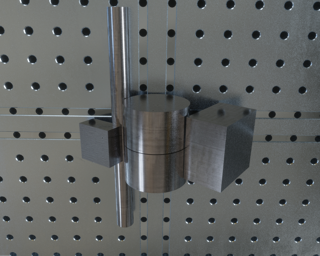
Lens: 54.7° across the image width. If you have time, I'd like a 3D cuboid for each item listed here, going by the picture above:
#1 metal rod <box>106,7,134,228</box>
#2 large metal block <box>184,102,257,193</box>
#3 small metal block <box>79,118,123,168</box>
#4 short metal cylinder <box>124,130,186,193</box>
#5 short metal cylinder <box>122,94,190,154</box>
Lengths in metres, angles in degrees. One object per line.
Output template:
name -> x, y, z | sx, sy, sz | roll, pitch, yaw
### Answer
metal rod -> -0.050, 0.000, 0.408 | 0.025, 0.025, 0.298 | 0, 110, 0
large metal block -> 0.074, 0.020, 0.380 | 0.050, 0.081, 0.079 | 16, 115, 35
small metal block -> -0.077, 0.019, 0.403 | 0.050, 0.025, 0.050 | 13, 113, 32
short metal cylinder -> -0.005, 0.040, 0.394 | 0.081, 0.080, 0.050 | 1, 110, -1
short metal cylinder -> -0.005, -0.007, 0.377 | 0.081, 0.080, 0.050 | 1, 110, -1
